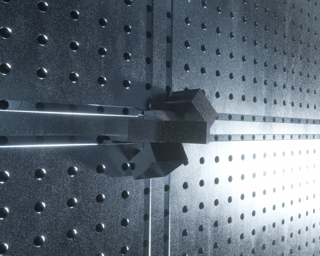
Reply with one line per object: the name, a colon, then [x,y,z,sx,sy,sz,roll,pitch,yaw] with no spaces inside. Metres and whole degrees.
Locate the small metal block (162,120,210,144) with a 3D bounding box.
small metal block: [0.033,0.005,0.374,0.050,0.050,0.025,7,85,-77]

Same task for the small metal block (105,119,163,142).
small metal block: [-0.030,0.003,0.366,0.050,0.050,0.025,2,89,-39]

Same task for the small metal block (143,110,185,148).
small metal block: [0.006,0.003,0.413,0.050,0.025,0.050,2,89,-41]

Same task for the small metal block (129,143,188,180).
small metal block: [-0.002,0.041,0.387,0.050,0.050,0.025,2,58,-40]

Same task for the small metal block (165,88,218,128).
small metal block: [0.044,-0.026,0.428,0.050,0.050,0.025,51,60,-28]
